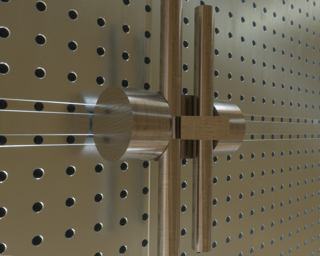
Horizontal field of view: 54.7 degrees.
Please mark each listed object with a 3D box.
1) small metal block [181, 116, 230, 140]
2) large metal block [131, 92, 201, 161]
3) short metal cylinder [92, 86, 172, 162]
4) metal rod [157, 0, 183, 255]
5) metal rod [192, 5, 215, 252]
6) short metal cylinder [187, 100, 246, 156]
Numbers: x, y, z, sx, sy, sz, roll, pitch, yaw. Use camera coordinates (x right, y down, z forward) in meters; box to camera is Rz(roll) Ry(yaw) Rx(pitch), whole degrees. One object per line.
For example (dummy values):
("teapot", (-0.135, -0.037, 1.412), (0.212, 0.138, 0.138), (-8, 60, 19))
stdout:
("small metal block", (0.049, 0.000, 0.348), (0.050, 0.050, 0.025), (1, 90, 4))
("large metal block", (0.008, -0.002, 0.395), (0.081, 0.050, 0.079), (1, 90, -40))
("short metal cylinder", (-0.033, -0.004, 0.342), (0.050, 0.080, 0.079), (2, 89, -40))
("metal rod", (0.011, 0.002, 0.350), (0.025, 0.025, 0.298), (1, 89, -40))
("metal rod", (0.054, 0.000, 0.385), (0.025, 0.025, 0.298), (1, 89, -40))
("short metal cylinder", (0.069, 0.000, 0.426), (0.050, 0.080, 0.079), (1, 90, -39))
